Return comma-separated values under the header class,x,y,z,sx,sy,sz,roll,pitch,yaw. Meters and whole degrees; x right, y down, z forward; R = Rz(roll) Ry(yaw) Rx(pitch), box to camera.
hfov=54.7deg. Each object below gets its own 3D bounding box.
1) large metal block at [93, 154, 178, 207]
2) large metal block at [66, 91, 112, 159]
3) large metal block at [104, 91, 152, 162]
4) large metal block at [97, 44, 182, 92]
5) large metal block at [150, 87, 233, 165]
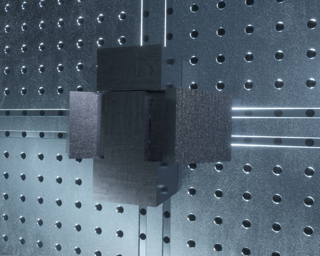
class,x,y,z,sx,sy,sz,roll,pitch,yaw
large metal block,-0.028,0.061,0.391,0.080,0.080,0.050,1,91,19
large metal block,-0.096,-0.004,0.409,0.050,0.080,0.079,0,91,-20
large metal block,-0.027,-0.002,0.391,0.050,0.080,0.079,1,91,20
large metal block,-0.023,-0.068,0.389,0.080,0.080,0.050,1,91,19
large metal block,0.037,-0.002,0.361,0.050,0.081,0.079,1,90,57
